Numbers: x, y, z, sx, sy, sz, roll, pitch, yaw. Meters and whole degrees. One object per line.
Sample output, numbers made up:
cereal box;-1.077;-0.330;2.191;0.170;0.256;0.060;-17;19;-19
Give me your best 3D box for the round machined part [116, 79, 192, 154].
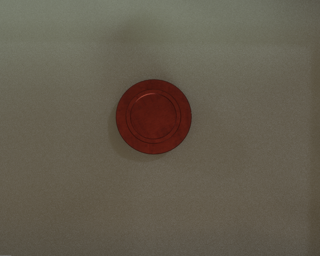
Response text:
round machined part;-0.008;-0.014;0.400;0.099;0.042;0.097;0;90;0
